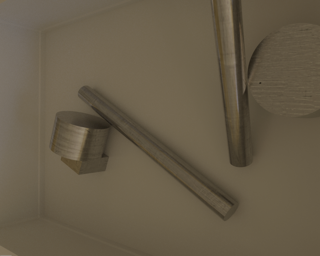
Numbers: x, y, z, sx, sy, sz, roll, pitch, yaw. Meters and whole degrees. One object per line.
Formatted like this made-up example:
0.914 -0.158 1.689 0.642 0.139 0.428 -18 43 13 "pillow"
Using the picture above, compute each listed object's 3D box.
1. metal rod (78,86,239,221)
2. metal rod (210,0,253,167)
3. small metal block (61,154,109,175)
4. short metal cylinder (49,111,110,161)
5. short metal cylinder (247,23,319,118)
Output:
-0.022 0.017 0.422 0.300 0.025 0.025 37 113 33 "metal rod"
0.058 -0.093 0.266 0.025 0.025 0.298 12 127 39 "metal rod"
-0.117 0.048 0.485 0.050 0.050 0.025 28 108 36 "small metal block"
-0.121 0.011 0.468 0.080 0.081 0.050 26 106 36 "short metal cylinder"
0.129 -0.049 0.284 0.080 0.050 0.079 0 90 39 "short metal cylinder"
